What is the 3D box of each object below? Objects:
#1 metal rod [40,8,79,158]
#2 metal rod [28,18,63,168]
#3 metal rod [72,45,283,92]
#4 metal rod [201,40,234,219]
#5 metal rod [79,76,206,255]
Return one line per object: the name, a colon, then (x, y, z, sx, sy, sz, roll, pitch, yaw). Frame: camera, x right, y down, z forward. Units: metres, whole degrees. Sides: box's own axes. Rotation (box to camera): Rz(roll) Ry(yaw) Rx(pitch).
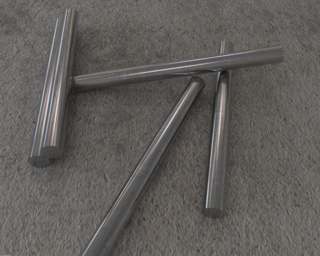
metal rod: (-0.140, -0.086, 0.451, 0.025, 0.025, 0.300, -5, 50, -4)
metal rod: (-0.160, -0.074, 0.463, 0.025, 0.025, 0.300, -5, 50, -4)
metal rod: (0.024, -0.086, 0.452, 0.302, 0.025, 0.025, -8, 50, 2)
metal rod: (0.083, -0.023, 0.422, 0.025, 0.025, 0.300, 8, 50, 7)
metal rod: (-0.009, 0.037, 0.371, 0.025, 0.025, 0.301, 20, 53, 16)
